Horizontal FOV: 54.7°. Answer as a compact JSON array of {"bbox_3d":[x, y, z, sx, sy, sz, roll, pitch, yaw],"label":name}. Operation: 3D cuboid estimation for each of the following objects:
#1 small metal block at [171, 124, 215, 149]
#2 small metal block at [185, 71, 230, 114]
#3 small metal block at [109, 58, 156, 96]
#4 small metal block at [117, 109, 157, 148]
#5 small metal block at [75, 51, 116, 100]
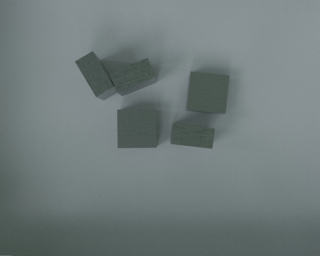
[{"bbox_3d":[0.040,0.010,0.399,0.050,0.050,0.025,7,90,0],"label":"small metal block"},{"bbox_3d":[0.062,-0.046,0.412,0.050,0.025,0.050,6,90,0],"label":"small metal block"},{"bbox_3d":[-0.033,-0.064,0.398,0.050,0.050,0.025,-22,90,0],"label":"small metal block"},{"bbox_3d":[-0.030,0.001,0.411,0.050,0.025,0.050,-1,90,0],"label":"small metal block"},{"bbox_3d":[-0.079,-0.065,0.398,0.025,0.050,0.050,-31,90,0],"label":"small metal block"}]
